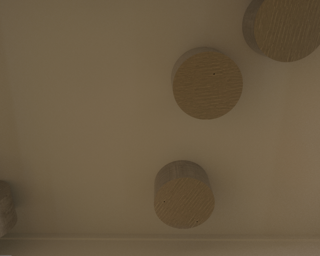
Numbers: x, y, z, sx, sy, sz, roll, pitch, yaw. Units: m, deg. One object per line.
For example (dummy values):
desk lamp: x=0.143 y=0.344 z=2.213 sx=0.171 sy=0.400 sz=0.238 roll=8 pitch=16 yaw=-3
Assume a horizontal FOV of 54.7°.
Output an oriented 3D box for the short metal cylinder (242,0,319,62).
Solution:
short metal cylinder: x=0.141 y=-0.120 z=0.356 sx=0.081 sy=0.050 sz=0.079 roll=0 pitch=110 yaw=-1

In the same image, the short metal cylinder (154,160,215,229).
short metal cylinder: x=0.032 y=0.092 z=0.432 sx=0.081 sy=0.050 sz=0.079 roll=0 pitch=110 yaw=-1

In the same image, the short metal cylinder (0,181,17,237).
short metal cylinder: x=-0.242 y=0.113 z=0.420 sx=0.081 sy=0.080 sz=0.050 roll=-2 pitch=110 yaw=0

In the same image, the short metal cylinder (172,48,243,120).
short metal cylinder: x=0.055 y=-0.056 z=0.378 sx=0.081 sy=0.050 sz=0.079 roll=0 pitch=110 yaw=-1
